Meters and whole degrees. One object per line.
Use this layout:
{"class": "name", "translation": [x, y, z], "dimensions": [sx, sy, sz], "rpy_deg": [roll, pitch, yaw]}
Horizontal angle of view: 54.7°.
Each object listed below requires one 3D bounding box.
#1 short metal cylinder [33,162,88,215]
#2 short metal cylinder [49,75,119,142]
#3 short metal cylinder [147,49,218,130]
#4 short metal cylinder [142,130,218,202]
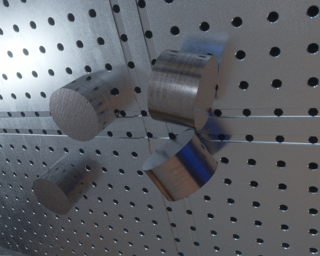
{"class": "short metal cylinder", "translation": [-0.178, 0.108, 0.556], "dimensions": [0.080, 0.050, 0.079], "rpy_deg": [13, 124, 21]}
{"class": "short metal cylinder", "translation": [-0.105, -0.028, 0.433], "dimensions": [0.080, 0.050, 0.079], "rpy_deg": [13, 124, 21]}
{"class": "short metal cylinder", "translation": [0.027, -0.042, 0.336], "dimensions": [0.050, 0.080, 0.079], "rpy_deg": [14, 124, 20]}
{"class": "short metal cylinder", "translation": [0.025, 0.046, 0.391], "dimensions": [0.080, 0.080, 0.050], "rpy_deg": [-29, 102, 37]}
